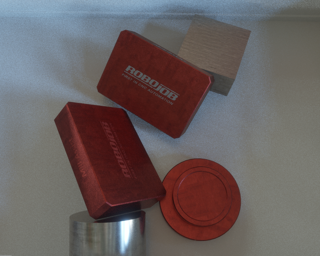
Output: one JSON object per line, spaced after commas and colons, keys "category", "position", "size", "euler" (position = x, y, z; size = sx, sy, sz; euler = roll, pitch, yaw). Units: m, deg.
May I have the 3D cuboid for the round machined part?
{"category": "round machined part", "position": [0.048, 0.084, 0.371], "size": [0.099, 0.042, 0.098], "euler": [0, 70, -1]}

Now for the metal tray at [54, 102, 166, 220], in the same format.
{"category": "metal tray", "position": [-0.057, 0.032, 0.356], "size": [0.030, 0.091, 0.130], "euler": [-44, 61, 30]}

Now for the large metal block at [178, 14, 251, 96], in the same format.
{"category": "large metal block", "position": [0.072, -0.102, 0.434], "size": [0.080, 0.050, 0.080], "euler": [19, 71, 6]}

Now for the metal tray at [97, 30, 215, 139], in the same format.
{"category": "metal tray", "position": [-0.008, -0.057, 0.402], "size": [0.130, 0.030, 0.089], "euler": [32, 109, 10]}

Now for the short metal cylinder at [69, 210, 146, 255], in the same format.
{"category": "short metal cylinder", "position": [-0.055, 0.118, 0.331], "size": [0.081, 0.080, 0.050], "euler": [-1, 85, -1]}
